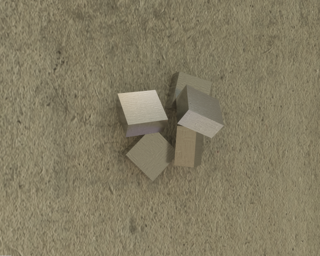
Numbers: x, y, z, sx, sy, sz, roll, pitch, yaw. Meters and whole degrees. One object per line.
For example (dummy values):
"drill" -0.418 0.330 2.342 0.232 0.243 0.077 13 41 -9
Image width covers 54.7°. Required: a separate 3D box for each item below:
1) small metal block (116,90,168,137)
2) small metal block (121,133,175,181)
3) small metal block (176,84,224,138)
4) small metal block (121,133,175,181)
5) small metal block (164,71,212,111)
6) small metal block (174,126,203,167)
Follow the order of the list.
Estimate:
"small metal block" -0.024 -0.019 0.389 0.050 0.025 0.050 -8 55 -21
"small metal block" -0.013 0.033 0.407 0.050 0.025 0.050 -47 105 -14
"small metal block" 0.049 -0.021 0.389 0.050 0.025 0.050 23 39 -19
"small metal block" -0.013 0.033 0.407 0.050 0.025 0.050 -47 105 -14
"small metal block" 0.039 -0.045 0.426 0.050 0.025 0.050 15 85 -20
"small metal block" 0.039 0.024 0.410 0.025 0.050 0.050 4 88 18
